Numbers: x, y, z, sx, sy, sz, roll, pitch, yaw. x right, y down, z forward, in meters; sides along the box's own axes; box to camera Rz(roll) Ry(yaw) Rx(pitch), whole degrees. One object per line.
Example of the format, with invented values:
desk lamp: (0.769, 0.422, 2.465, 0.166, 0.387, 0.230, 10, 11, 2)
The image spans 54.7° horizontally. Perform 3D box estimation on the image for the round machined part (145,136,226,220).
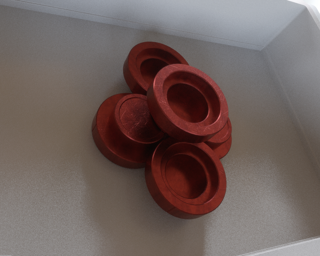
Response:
round machined part: (0.027, 0.061, 0.371, 0.099, 0.042, 0.098, 14, 56, -21)

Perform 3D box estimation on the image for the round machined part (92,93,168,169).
round machined part: (-0.030, -0.003, 0.380, 0.099, 0.042, 0.098, 14, 56, -21)

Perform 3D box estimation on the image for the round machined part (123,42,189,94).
round machined part: (-0.005, -0.069, 0.433, 0.099, 0.042, 0.098, 14, 56, -21)

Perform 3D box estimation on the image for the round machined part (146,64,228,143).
round machined part: (0.029, -0.025, 0.371, 0.099, 0.042, 0.098, 14, 56, -21)

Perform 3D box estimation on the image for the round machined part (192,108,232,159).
round machined part: (0.059, 0.000, 0.425, 0.099, 0.042, 0.098, 14, 56, -21)
